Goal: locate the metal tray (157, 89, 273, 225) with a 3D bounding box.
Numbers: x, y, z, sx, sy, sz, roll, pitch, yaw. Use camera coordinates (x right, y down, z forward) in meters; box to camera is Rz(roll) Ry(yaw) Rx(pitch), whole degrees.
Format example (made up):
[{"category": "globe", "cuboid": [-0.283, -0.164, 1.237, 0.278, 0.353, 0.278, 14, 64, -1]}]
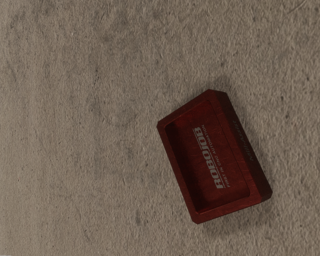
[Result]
[{"category": "metal tray", "cuboid": [0.056, 0.033, 0.353, 0.090, 0.030, 0.130, -32, 70, 35]}]
